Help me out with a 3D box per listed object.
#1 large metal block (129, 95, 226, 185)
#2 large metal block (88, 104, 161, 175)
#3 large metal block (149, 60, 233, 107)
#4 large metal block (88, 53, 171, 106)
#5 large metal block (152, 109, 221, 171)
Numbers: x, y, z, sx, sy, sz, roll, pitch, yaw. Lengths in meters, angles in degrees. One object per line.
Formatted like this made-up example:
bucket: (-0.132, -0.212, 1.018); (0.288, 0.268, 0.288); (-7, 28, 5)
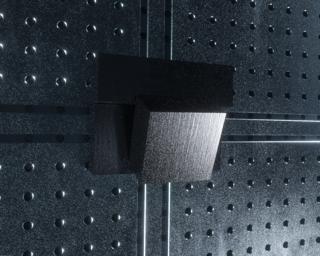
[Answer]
large metal block: (0.015, 0.011, 0.335); (0.081, 0.050, 0.079); (0, 114, -21)
large metal block: (-0.044, 0.013, 0.382); (0.081, 0.050, 0.079); (1, 90, -21)
large metal block: (0.037, -0.051, 0.397); (0.081, 0.080, 0.050); (1, 90, -20)
large metal block: (-0.039, -0.052, 0.368); (0.081, 0.080, 0.050); (1, 90, -20)
large metal block: (0.032, 0.014, 0.410); (0.081, 0.050, 0.079); (1, 90, -21)
